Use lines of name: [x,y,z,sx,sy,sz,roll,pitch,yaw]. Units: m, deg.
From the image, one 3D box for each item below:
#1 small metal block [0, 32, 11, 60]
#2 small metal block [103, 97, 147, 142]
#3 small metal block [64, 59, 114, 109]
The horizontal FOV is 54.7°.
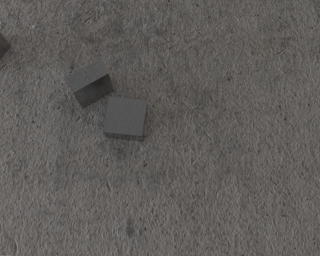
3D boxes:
small metal block: [-0.246,-0.116,0.435,0.025,0.050,0.050,26,72,9]
small metal block: [-0.045,-0.012,0.412,0.050,0.025,0.050,6,70,2]
small metal block: [-0.093,-0.058,0.415,0.050,0.050,0.025,-32,73,-11]
